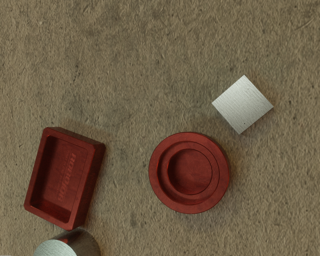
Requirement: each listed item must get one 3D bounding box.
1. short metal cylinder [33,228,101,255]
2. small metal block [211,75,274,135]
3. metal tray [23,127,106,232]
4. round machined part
[{"bbox_3d":[-0.132,0.190,0.441,0.080,0.050,0.079,0,90,19],"label":"short metal cylinder"},{"bbox_3d":[0.100,-0.027,0.374,0.050,0.025,0.050,-42,77,15],"label":"small metal block"},{"bbox_3d":[-0.141,0.072,0.454,0.090,0.030,0.129,19,96,18],"label":"metal tray"},{"bbox_3d":[0.039,0.053,0.386,0.098,0.042,0.097,0,90,19],"label":"round machined part"}]
